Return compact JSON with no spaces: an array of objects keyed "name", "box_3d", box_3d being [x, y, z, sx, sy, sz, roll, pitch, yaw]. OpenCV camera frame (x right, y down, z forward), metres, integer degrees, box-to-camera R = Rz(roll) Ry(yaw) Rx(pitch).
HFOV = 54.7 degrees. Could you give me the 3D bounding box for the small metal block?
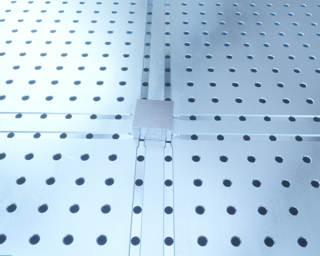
[{"name":"small metal block","box_3d":[-0.008,-0.011,0.417,0.050,0.025,0.050,4,50,3]}]
